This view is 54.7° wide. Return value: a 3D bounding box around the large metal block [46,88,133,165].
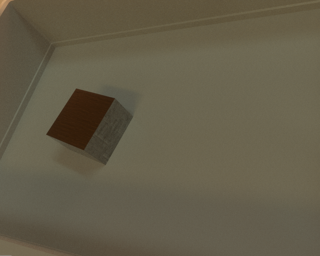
[{"bbox_3d":[-0.099,-0.003,0.442,0.080,0.050,0.080,17,70,34],"label":"large metal block"}]
